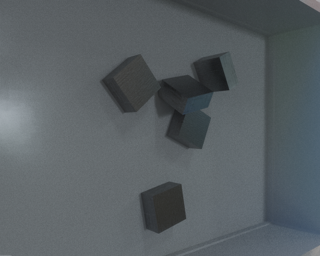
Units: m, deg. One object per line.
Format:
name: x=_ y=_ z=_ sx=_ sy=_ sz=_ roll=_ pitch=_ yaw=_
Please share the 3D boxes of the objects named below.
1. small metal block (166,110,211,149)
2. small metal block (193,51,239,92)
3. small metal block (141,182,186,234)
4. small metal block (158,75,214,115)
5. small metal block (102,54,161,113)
small metal block: x=0.042 y=-0.002 z=0.444 sx=0.050 sy=0.025 sz=0.050 roll=30 pitch=71 yaw=-36
small metal block: x=0.083 y=-0.082 z=0.463 sx=0.025 sy=0.050 sz=0.050 roll=-34 pitch=112 yaw=-35
small metal block: x=0.005 y=0.105 z=0.414 sx=0.050 sy=0.025 sz=0.050 roll=-14 pitch=99 yaw=-39
small metal block: x=0.035 y=-0.046 z=0.418 sx=0.050 sy=0.050 sz=0.025 roll=-17 pitch=136 yaw=-39
small metal block: x=-0.034 y=-0.054 z=0.380 sx=0.050 sy=0.025 sz=0.050 roll=-48 pitch=119 yaw=-29
